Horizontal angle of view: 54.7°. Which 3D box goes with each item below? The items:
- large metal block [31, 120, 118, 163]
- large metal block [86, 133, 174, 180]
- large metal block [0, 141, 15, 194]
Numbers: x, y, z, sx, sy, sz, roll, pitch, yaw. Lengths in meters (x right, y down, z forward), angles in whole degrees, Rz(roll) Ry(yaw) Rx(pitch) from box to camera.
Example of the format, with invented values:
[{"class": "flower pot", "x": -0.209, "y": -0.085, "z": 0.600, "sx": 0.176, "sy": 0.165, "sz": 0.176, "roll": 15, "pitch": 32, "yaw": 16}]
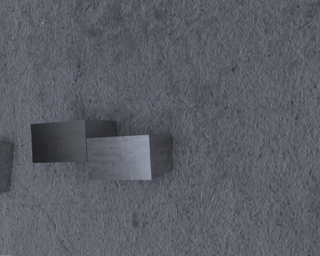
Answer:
[{"class": "large metal block", "x": -0.112, "y": 0.017, "z": 0.419, "sx": 0.080, "sy": 0.080, "sz": 0.050, "roll": -4, "pitch": 89, "yaw": 20}, {"class": "large metal block", "x": -0.035, "y": 0.034, "z": 0.392, "sx": 0.080, "sy": 0.080, "sz": 0.050, "roll": -4, "pitch": 89, "yaw": 20}, {"class": "large metal block", "x": -0.289, "y": 0.060, "z": 0.498, "sx": 0.080, "sy": 0.050, "sz": 0.079, "roll": 7, "pitch": 93, "yaw": 19}]
